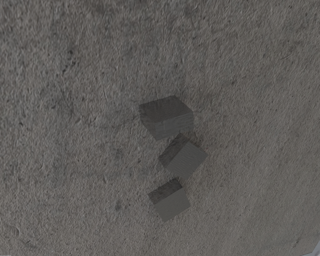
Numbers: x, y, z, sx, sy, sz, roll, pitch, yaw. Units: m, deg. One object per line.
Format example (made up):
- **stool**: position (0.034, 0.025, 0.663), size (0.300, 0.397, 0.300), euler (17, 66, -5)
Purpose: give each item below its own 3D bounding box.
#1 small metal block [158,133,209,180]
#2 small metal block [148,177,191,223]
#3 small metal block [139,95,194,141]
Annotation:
- **small metal block**: position (0.034, 0.042, 0.451), size (0.050, 0.025, 0.050), euler (34, 99, -39)
- **small metal block**: position (0.015, 0.113, 0.485), size (0.050, 0.025, 0.050), euler (-30, 129, -9)
- **small metal block**: position (0.007, -0.014, 0.386), size (0.050, 0.050, 0.025), euler (-17, 126, -19)
